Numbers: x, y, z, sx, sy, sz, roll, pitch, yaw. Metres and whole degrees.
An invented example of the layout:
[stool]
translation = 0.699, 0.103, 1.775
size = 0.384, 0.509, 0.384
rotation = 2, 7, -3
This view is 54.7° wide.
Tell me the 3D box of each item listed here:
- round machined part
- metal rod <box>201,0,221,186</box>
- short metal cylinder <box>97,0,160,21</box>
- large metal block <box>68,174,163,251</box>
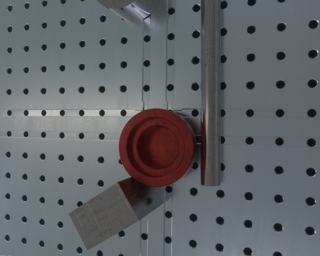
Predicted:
[round machined part]
translation = 0.000, 0.025, 0.402
size = 0.098, 0.042, 0.097
rotation = 0, 88, 18
[metal rod]
translation = 0.064, -0.078, 0.389
size = 0.025, 0.025, 0.298
rotation = 0, 90, 20
[short metal cylinder]
translation = -0.044, -0.191, 0.415
size = 0.080, 0.050, 0.079
rotation = 0, 90, 19
[large metal block]
translation = -0.054, 0.105, 0.402
size = 0.080, 0.080, 0.050
rotation = -34, 79, 17
